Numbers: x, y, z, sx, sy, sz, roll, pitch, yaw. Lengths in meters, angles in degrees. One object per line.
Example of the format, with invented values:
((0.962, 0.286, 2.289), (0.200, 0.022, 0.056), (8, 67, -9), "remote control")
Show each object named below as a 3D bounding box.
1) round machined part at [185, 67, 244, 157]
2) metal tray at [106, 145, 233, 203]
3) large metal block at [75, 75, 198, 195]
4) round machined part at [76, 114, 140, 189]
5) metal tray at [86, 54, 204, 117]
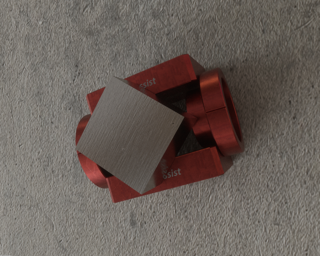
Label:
((0.060, -0.015, 0.349), (0.042, 0.098, 0.097), (-16, 85, 19), "round machined part")
((0.015, 0.051, 0.368), (0.130, 0.090, 0.030), (-18, 84, 18), "metal tray")
((-0.022, 0.005, 0.306), (0.080, 0.050, 0.080), (31, 100, 17), "large metal block")
((-0.059, 0.024, 0.391), (0.042, 0.098, 0.097), (-16, 85, 19), "round machined part")
((-0.011, -0.044, 0.380), (0.130, 0.090, 0.030), (-19, 84, 18), "metal tray")
